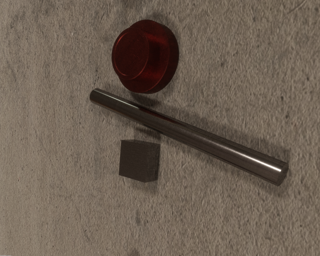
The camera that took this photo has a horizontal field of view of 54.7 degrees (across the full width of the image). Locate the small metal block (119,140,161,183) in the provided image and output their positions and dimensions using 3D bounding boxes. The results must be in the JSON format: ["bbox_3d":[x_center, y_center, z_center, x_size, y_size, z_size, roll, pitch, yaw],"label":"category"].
[{"bbox_3d":[-0.029,0.044,0.426,0.050,0.025,0.050,8,95,39],"label":"small metal block"}]

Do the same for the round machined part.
[{"bbox_3d":[-0.027,-0.096,0.414,0.098,0.042,0.097,0,90,39],"label":"round machined part"}]

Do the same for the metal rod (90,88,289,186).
[{"bbox_3d":[0.011,-0.002,0.394,0.300,0.025,0.025,24,105,37],"label":"metal rod"}]
